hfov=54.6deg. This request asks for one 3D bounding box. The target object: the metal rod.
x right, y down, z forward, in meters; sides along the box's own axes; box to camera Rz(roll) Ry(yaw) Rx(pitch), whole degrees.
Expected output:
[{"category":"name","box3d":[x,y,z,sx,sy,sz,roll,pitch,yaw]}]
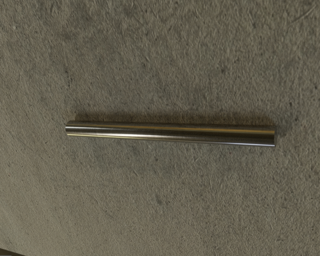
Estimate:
[{"category":"metal rod","box3d":[-0.004,0.005,0.414,0.300,0.025,0.025,2,119,27]}]
